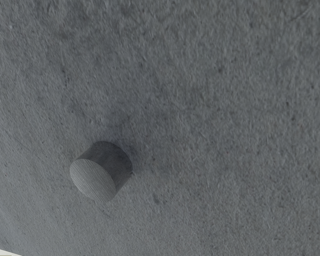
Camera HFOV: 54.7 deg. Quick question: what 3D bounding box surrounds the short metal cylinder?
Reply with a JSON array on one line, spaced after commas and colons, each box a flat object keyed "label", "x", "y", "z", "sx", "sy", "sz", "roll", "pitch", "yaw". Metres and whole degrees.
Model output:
[{"label": "short metal cylinder", "x": -0.090, "y": 0.067, "z": 0.477, "sx": 0.080, "sy": 0.050, "sz": 0.079, "roll": 13, "pitch": 124, "yaw": 20}]
